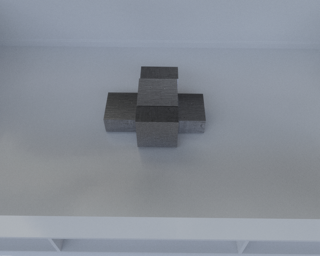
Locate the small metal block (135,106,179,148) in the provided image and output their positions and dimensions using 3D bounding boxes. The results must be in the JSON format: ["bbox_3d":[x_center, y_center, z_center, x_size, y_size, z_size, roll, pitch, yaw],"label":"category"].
[{"bbox_3d":[-0.003,-0.001,0.385,0.050,0.050,0.025,1,50,0],"label":"small metal block"}]

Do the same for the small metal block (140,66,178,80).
[{"bbox_3d":[-0.001,-0.059,0.435,0.050,0.050,0.025,1,50,0],"label":"small metal block"}]

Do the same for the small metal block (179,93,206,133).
[{"bbox_3d":[0.034,-0.020,0.420,0.050,0.025,0.050,1,50,0],"label":"small metal block"}]

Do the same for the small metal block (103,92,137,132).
[{"bbox_3d":[-0.047,-0.022,0.420,0.050,0.025,0.050,1,50,0],"label":"small metal block"}]

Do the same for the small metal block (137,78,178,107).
[{"bbox_3d":[-0.003,-0.038,0.401,0.050,0.025,0.050,1,50,0],"label":"small metal block"}]
